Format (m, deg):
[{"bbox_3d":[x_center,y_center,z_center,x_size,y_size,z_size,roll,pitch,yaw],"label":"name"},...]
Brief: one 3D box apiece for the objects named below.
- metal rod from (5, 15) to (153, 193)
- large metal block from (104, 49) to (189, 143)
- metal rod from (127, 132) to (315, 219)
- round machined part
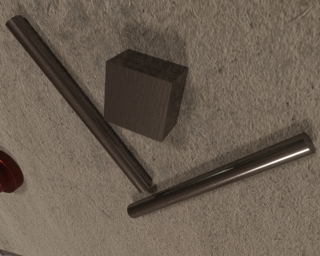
[{"bbox_3d":[-0.109,-0.027,0.445,0.025,0.025,0.299,-29,103,37],"label":"metal rod"},{"bbox_3d":[-0.019,-0.040,0.374,0.080,0.050,0.079,21,126,15],"label":"large metal block"},{"bbox_3d":[0.058,0.077,0.422,0.299,0.025,0.025,-31,102,37],"label":"metal rod"},{"bbox_3d":[-0.329,0.093,0.623,0.098,0.042,0.097,13,124,20],"label":"round machined part"}]
